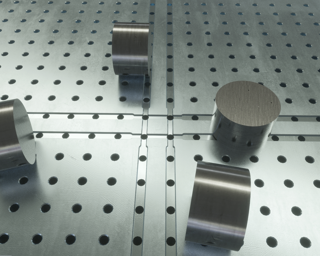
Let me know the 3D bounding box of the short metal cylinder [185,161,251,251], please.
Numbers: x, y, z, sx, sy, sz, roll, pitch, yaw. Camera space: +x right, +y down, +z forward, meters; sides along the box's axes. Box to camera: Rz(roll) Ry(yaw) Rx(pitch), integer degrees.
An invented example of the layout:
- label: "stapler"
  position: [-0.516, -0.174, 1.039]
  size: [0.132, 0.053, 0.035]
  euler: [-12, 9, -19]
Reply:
- label: "short metal cylinder"
  position: [0.056, 0.076, 0.308]
  size: [0.050, 0.080, 0.080]
  euler: [9, 51, 8]

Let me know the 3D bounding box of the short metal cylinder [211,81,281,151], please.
- label: "short metal cylinder"
  position: [0.110, -0.017, 0.406]
  size: [0.081, 0.050, 0.080]
  euler: [0, 50, 0]

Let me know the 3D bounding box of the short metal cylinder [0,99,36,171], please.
- label: "short metal cylinder"
  position: [-0.184, 0.009, 0.363]
  size: [0.050, 0.080, 0.080]
  euler: [-13, 51, -10]

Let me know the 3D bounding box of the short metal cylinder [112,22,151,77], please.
- label: "short metal cylinder"
  position: [-0.041, -0.119, 0.472]
  size: [0.050, 0.080, 0.080]
  euler: [2, 50, 2]
